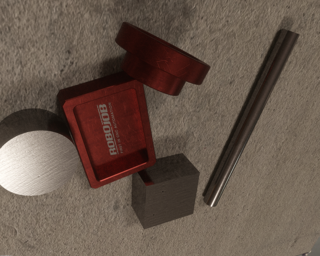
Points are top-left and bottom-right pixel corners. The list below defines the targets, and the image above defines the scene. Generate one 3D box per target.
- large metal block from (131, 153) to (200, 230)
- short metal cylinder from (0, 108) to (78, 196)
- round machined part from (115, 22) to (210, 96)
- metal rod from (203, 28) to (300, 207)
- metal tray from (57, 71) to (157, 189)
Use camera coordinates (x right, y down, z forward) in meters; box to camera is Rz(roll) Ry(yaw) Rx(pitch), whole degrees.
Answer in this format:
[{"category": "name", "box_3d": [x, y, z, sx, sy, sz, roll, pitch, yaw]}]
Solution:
[{"category": "large metal block", "box_3d": [0.006, 0.090, 0.452, 0.081, 0.050, 0.079, -10, 123, -23]}, {"category": "short metal cylinder", "box_3d": [-0.134, 0.025, 0.334, 0.081, 0.050, 0.079, -14, 125, -21]}, {"category": "round machined part", "box_3d": [-0.002, -0.067, 0.319, 0.099, 0.098, 0.042, 16, 110, -35]}, {"category": "metal rod", "box_3d": [0.133, -0.002, 0.480, 0.025, 0.025, 0.298, 6, 116, -31]}, {"category": "metal tray", "box_3d": [-0.059, 0.004, 0.375, 0.091, 0.030, 0.129, -21, 127, -17]}]
